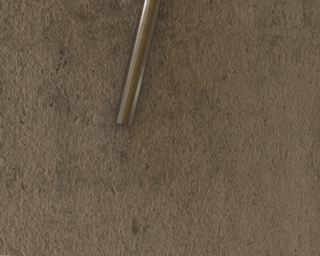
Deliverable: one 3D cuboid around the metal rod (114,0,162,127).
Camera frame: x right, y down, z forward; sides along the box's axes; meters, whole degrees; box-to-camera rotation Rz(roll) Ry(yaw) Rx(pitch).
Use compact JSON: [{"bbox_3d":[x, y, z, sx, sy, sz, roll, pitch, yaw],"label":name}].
[{"bbox_3d":[-0.014,-0.150,0.403,0.025,0.025,0.299,14,85,-20],"label":"metal rod"}]
